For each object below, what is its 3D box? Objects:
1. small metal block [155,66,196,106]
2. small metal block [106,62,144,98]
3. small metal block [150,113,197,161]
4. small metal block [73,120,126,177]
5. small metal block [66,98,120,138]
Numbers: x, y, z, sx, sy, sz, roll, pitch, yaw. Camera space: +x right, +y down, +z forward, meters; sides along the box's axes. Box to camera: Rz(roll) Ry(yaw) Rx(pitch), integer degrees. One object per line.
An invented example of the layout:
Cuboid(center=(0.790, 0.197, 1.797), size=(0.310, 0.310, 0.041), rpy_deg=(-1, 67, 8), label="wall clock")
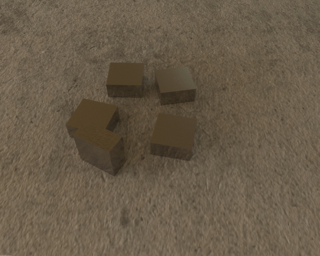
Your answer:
Cuboid(center=(0.021, -0.063, 0.456), size=(0.050, 0.025, 0.050), rpy_deg=(-8, 51, -7), label="small metal block")
Cuboid(center=(-0.050, -0.072, 0.463), size=(0.050, 0.025, 0.050), rpy_deg=(1, 50, 0), label="small metal block")
Cuboid(center=(0.018, 0.011, 0.394), size=(0.050, 0.025, 0.050), rpy_deg=(9, 51, 7), label="small metal block")
Cuboid(center=(-0.070, 0.024, 0.366), size=(0.050, 0.050, 0.025), rpy_deg=(24, 54, 18), label="small metal block")
Cuboid(center=(-0.087, -0.008, 0.409), size=(0.050, 0.025, 0.050), rpy_deg=(13, 51, 10), label="small metal block")
